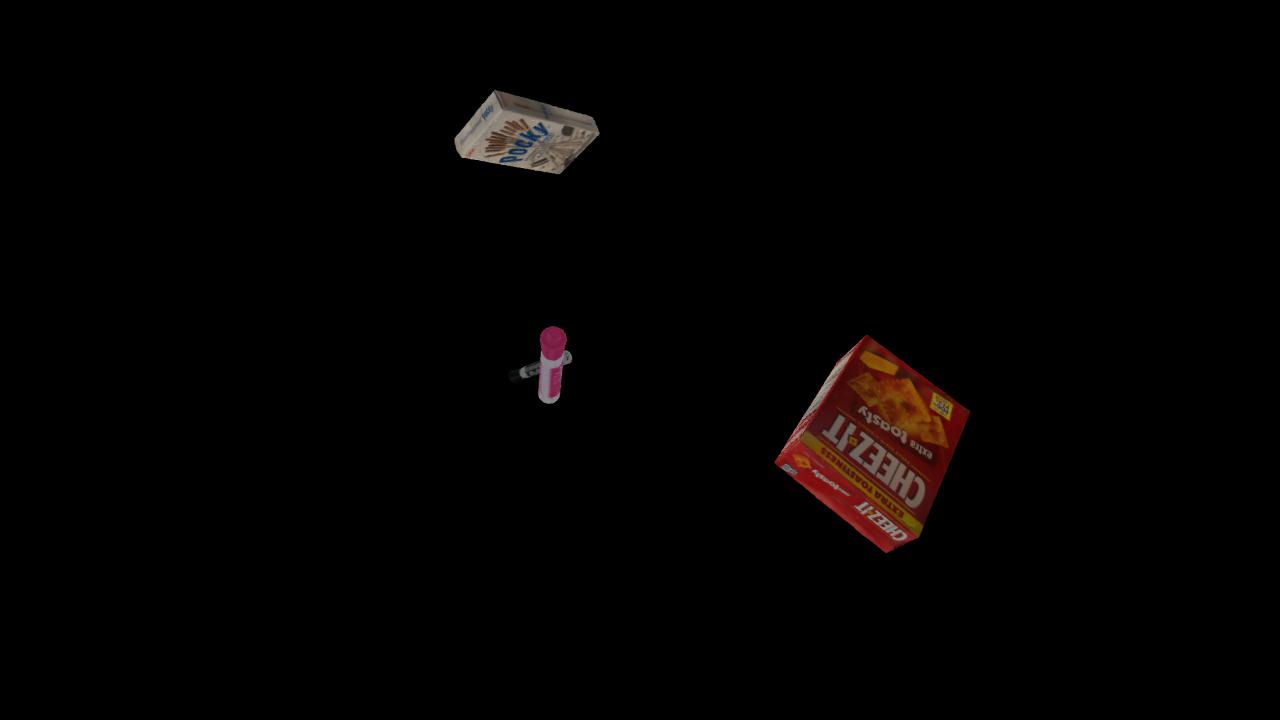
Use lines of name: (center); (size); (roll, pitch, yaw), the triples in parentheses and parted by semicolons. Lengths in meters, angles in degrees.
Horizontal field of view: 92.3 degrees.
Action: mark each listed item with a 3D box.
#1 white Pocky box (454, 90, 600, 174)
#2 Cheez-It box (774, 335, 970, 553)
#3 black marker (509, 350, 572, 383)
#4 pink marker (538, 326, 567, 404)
white Pocky box: (-0.125, -0.255, 0.702); (0.084, 0.028, 0.154); (-31, -12, 36)
Cheez-It box: (0.288, 0.093, 0.754); (0.223, 0.166, 0.071); (-45, -10, -36)
black marker: (-0.142, 0.011, 0.860); (0.121, 0.020, 0.020); (-19, -12, 38)
pink marker: (-0.069, 0.006, 0.480); (0.020, 0.020, 0.121); (0, -23, -10)
